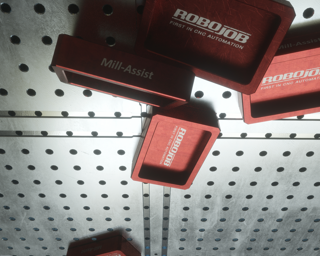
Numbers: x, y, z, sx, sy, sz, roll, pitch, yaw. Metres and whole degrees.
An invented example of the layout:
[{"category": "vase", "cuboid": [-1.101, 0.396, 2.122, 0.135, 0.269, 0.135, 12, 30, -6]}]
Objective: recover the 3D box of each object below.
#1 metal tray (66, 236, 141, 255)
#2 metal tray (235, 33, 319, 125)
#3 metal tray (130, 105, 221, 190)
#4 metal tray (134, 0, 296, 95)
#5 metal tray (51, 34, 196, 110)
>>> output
[{"category": "metal tray", "cuboid": [-0.115, 0.270, 0.636, 0.130, 0.030, 0.090, -20, 128, 16]}, {"category": "metal tray", "cuboid": [0.158, -0.057, 0.360, 0.130, 0.030, 0.090, -10, 130, 8]}, {"category": "metal tray", "cuboid": [0.017, 0.029, 0.432, 0.091, 0.030, 0.129, 12, 129, -11]}, {"category": "metal tray", "cuboid": [0.048, -0.096, 0.302, 0.131, 0.030, 0.089, 20, 125, 1]}, {"category": "metal tray", "cuboid": [-0.039, -0.053, 0.326, 0.131, 0.090, 0.030, 14, 85, -12]}]
